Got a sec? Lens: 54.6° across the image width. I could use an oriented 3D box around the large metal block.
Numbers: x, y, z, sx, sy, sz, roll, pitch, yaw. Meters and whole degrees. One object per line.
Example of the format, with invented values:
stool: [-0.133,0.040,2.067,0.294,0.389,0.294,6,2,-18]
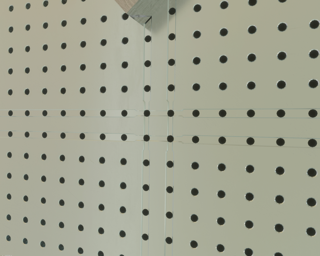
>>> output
large metal block: [-0.030,-0.200,0.410,0.080,0.050,0.080,-43,77,15]
